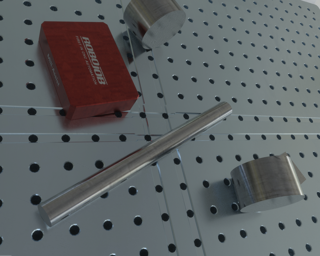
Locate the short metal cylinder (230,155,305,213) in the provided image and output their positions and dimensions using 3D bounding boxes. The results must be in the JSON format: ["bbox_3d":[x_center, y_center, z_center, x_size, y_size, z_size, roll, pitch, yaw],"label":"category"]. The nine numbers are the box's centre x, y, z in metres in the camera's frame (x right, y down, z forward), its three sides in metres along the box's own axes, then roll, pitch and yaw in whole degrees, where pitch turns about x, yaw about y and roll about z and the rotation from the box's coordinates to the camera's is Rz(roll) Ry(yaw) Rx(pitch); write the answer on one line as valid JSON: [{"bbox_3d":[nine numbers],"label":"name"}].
[{"bbox_3d":[0.137,0.074,0.401,0.081,0.080,0.050,4,60,-26],"label":"short metal cylinder"}]

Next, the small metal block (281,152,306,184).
[{"bbox_3d":[0.182,0.071,0.463,0.050,0.025,0.050,-24,75,-37],"label":"small metal block"}]

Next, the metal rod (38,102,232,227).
[{"bbox_3d":[-0.005,0.027,0.388,0.302,0.025,0.025,-28,77,-37],"label":"metal rod"}]

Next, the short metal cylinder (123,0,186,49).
[{"bbox_3d":[-0.008,-0.166,0.470,0.081,0.080,0.050,-27,77,-37],"label":"short metal cylinder"}]

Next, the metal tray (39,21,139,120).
[{"bbox_3d":[-0.093,-0.079,0.403,0.091,0.030,0.130,-12,68,-33],"label":"metal tray"}]
